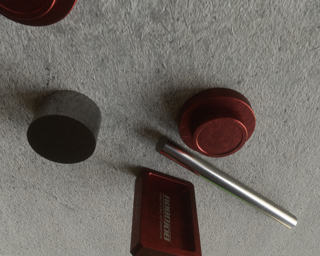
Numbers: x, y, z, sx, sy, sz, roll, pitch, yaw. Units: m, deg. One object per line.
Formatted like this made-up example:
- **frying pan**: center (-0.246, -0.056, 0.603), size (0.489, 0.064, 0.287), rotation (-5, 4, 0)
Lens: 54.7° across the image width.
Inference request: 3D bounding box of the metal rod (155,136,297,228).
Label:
- **metal rod**: center (0.117, 0.094, 0.488), size (0.301, 0.025, 0.025), rotation (32, 123, -25)

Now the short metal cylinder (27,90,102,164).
- **short metal cylinder**: center (-0.117, 0.000, 0.389), size (0.081, 0.050, 0.079), rotation (0, 130, 0)

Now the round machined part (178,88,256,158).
- **round machined part**: center (0.074, 0.001, 0.398), size (0.099, 0.042, 0.097), rotation (-1, 130, 0)

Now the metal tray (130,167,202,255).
- **metal tray**: center (0.008, 0.125, 0.445), size (0.091, 0.130, 0.030), rotation (21, 127, -17)

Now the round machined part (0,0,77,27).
- **round machined part**: center (-0.122, -0.138, 0.277), size (0.099, 0.042, 0.097), rotation (-1, 130, 0)
